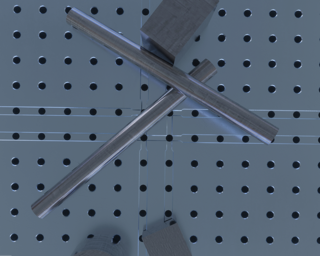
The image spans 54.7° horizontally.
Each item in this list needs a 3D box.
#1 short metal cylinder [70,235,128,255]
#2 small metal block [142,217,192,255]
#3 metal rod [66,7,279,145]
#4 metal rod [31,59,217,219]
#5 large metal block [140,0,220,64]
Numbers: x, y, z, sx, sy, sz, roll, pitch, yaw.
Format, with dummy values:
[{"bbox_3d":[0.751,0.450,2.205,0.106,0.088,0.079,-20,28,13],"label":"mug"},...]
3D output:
[{"bbox_3d":[-0.082,0.187,0.400,0.081,0.050,0.079,0,90,0],"label":"short metal cylinder"},{"bbox_3d":[0.009,0.155,0.413,0.050,0.025,0.050,-24,90,0],"label":"small metal block"},{"bbox_3d":[0.009,-0.069,0.391,0.301,0.025,0.025,32,90,8],"label":"metal rod"},{"bbox_3d":[-0.047,0.014,0.412,0.300,0.025,0.025,-40,90,0],"label":"metal rod"},{"bbox_3d":[0.022,-0.126,0.386,0.050,0.080,0.080,38,90,0],"label":"large metal block"}]
